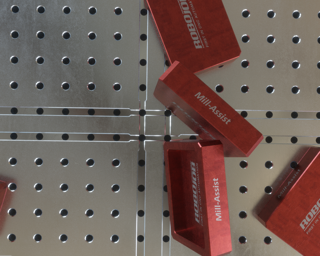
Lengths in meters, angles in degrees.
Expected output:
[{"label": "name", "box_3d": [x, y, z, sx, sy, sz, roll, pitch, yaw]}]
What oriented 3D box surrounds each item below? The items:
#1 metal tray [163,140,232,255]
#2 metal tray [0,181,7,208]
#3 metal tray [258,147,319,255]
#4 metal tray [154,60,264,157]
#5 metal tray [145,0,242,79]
[{"label": "metal tray", "box_3d": [0.043, 0.080, 0.379, 0.030, 0.090, 0.129, -5, 90, -26]}, {"label": "metal tray", "box_3d": [-0.283, 0.100, 0.407, 0.131, 0.030, 0.090, 16, 90, -1]}, {"label": "metal tray", "box_3d": [0.208, 0.101, 0.414, 0.090, 0.030, 0.130, 37, 90, -1]}, {"label": "metal tray", "box_3d": [0.053, -0.018, 0.380, 0.130, 0.090, 0.030, 41, 82, -1]}, {"label": "metal tray", "box_3d": [0.041, -0.138, 0.411, 0.090, 0.030, 0.129, -21, 90, -1]}]
